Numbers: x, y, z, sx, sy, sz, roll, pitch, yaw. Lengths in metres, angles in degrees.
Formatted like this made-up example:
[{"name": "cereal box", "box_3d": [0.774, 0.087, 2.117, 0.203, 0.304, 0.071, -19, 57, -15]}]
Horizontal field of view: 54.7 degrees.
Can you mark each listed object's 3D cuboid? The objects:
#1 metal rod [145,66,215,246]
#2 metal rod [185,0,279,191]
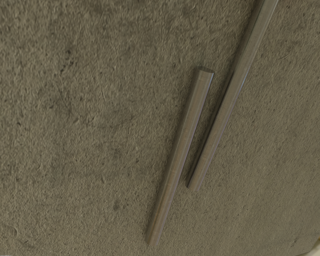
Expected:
[{"name": "metal rod", "box_3d": [0.022, 0.056, 0.455, 0.025, 0.025, 0.298, 1, 118, -29]}, {"name": "metal rod", "box_3d": [0.094, -0.037, 0.437, 0.025, 0.025, 0.298, 4, 117, -31]}]
